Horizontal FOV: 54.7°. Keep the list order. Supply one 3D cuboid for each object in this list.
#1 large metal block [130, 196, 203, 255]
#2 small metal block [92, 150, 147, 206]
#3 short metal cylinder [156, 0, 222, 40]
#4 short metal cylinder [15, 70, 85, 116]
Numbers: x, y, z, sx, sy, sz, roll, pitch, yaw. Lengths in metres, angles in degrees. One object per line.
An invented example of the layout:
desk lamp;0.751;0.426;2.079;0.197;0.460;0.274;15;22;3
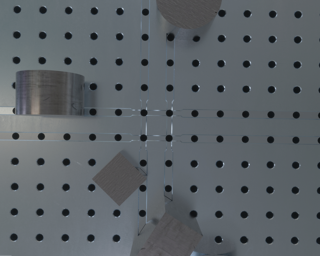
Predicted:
large metal block;0.005;0.141;0.386;0.050;0.080;0.080;33;90;0
small metal block;-0.053;0.066;0.413;0.050;0.025;0.050;-45;90;0
short metal cylinder;0.035;-0.160;0.401;0.081;0.050;0.079;0;90;0
short metal cylinder;-0.135;-0.040;0.385;0.081;0.080;0.050;1;90;0
